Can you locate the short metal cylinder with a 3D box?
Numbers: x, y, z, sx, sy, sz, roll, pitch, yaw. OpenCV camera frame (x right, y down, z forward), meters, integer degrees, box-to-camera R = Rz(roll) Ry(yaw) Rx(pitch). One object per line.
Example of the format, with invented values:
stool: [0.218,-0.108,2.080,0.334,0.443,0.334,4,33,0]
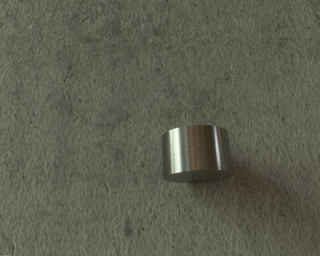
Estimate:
short metal cylinder: [0.043,0.034,0.367,0.081,0.080,0.050,-2,70,-1]
